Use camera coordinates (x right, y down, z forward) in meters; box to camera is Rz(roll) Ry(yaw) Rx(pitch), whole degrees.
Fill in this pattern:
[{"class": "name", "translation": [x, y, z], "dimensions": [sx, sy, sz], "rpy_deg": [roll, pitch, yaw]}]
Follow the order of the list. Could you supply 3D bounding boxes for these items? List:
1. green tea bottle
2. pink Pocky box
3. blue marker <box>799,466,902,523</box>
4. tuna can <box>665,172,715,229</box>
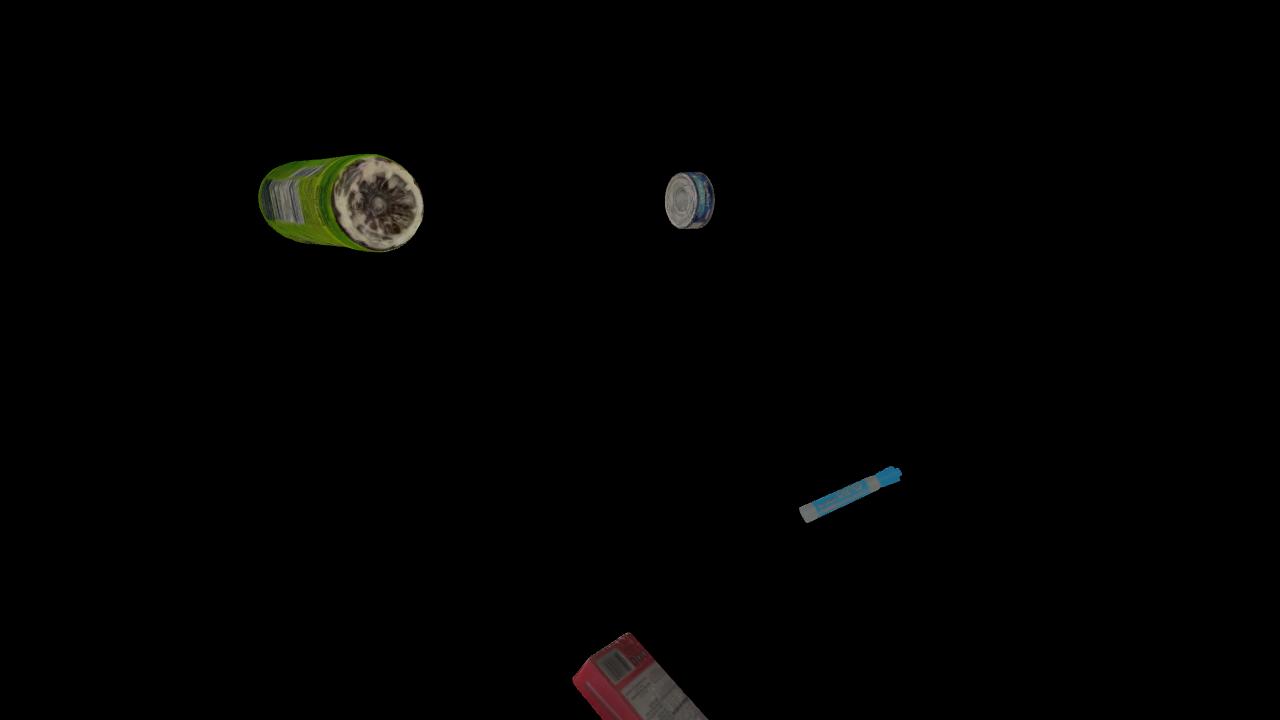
[{"class": "green tea bottle", "translation": [-0.259, -0.129, 0.501], "dimensions": [0.212, 0.073, 0.073], "rpy_deg": [15, 10, 40]}, {"class": "pink Pocky box", "translation": [0.020, 0.299, 0.500], "dimensions": [0.155, 0.029, 0.084], "rpy_deg": [41, 9, 23]}, {"class": "blue marker", "translation": [0.238, 0.150, 0.692], "dimensions": [0.121, 0.020, 0.020], "rpy_deg": [-24, 1, -1]}, {"class": "tuna can", "translation": [0.073, -0.239, 0.924], "dimensions": [0.034, 0.084, 0.084], "rpy_deg": [-10, 5, -32]}]
